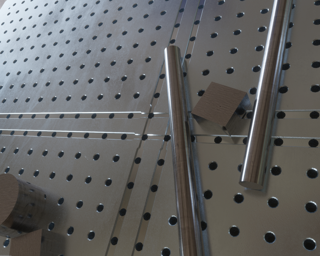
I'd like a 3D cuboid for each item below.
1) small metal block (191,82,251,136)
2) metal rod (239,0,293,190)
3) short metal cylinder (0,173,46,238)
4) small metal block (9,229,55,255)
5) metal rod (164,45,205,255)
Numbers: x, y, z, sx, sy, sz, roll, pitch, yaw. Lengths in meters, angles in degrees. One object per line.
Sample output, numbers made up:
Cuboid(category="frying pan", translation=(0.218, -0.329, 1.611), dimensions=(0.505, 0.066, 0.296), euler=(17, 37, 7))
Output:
Cuboid(category="small metal block", translation=(0.075, -0.025, 0.384), dimensions=(0.050, 0.025, 0.050), euler=(26, 75, 37))
Cuboid(category="metal rod", translation=(0.137, -0.072, 0.380), dimensions=(0.025, 0.025, 0.300), euler=(4, 63, 30))
Cuboid(category="short metal cylinder", translation=(-0.211, 0.110, 0.436), dimensions=(0.080, 0.050, 0.080), euler=(-13, 56, 21))
Cuboid(category="small metal block", translation=(-0.163, 0.162, 0.395), dimensions=(0.050, 0.025, 0.050), euler=(-21, 54, 15))
Cuboid(category="metal rod", translation=(0.026, 0.010, 0.388), dimensions=(0.025, 0.025, 0.299), euler=(-16, 55, 19))
